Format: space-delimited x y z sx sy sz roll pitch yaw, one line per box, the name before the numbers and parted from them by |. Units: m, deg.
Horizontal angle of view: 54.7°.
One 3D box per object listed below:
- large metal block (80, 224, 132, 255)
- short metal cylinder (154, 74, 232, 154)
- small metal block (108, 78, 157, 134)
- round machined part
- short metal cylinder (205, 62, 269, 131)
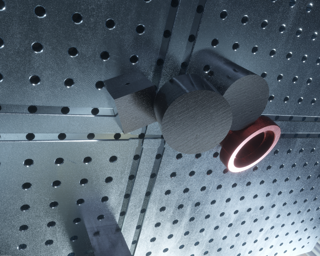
large metal block | -0.082 0.203 0.456 0.050 0.080 0.079 2 117 -30
short metal cylinder | 0.037 -0.017 0.361 0.081 0.050 0.079 -5 120 -9
small metal block | -0.030 -0.027 0.378 0.050 0.025 0.050 -22 127 -15
round machined part | 0.131 0.019 0.474 0.099 0.042 0.097 -22 141 -19
short metal cylinder | 0.099 -0.043 0.422 0.081 0.050 0.079 -14 124 -21
